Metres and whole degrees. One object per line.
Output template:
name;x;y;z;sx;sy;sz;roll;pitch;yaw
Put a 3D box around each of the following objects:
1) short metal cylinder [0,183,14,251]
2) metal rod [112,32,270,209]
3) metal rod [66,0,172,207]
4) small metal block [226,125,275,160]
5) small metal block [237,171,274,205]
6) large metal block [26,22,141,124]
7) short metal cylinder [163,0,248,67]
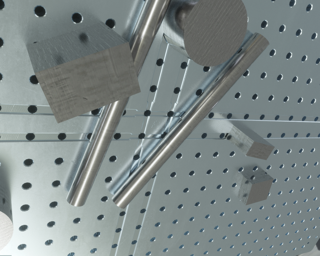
short metal cylinder;-0.209;0.101;0.344;0.081;0.050;0.079;-14;124;-21
metal rod;0.038;-0.006;0.427;0.299;0.025;0.025;-49;129;6
metal rod;-0.050;-0.033;0.363;0.025;0.025;0.298;13;112;-34
small metal block;0.141;0.023;0.486;0.050;0.050;0.025;14;111;-34
small metal block;0.178;0.112;0.577;0.050;0.025;0.050;-8;122;-24
large metal block;-0.075;-0.058;0.299;0.081;0.080;0.050;-23;127;-15
short metal cylinder;0.050;-0.116;0.350;0.081;0.050;0.079;-14;124;-21
